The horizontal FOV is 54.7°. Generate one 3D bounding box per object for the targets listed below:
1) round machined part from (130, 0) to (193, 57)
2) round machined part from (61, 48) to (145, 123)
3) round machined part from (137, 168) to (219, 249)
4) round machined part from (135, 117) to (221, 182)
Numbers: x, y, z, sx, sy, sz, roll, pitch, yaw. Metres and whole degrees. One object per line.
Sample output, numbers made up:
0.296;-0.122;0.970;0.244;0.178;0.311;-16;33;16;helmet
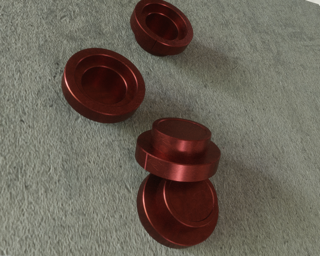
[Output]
-0.001;-0.151;0.485;0.099;0.042;0.098;14;56;-21;round machined part
-0.071;-0.048;0.383;0.099;0.042;0.098;14;56;-21;round machined part
0.027;0.084;0.356;0.099;0.042;0.098;14;56;-21;round machined part
0.022;0.019;0.360;0.099;0.042;0.098;8;21;-3;round machined part
